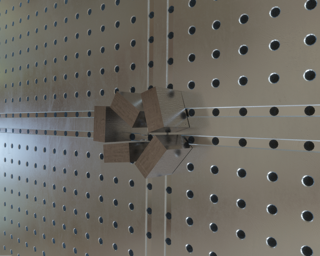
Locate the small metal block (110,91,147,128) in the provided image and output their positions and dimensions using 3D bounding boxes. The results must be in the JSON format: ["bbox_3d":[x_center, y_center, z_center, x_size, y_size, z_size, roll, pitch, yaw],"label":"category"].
[{"bbox_3d":[-0.030,-0.025,0.419,0.050,0.050,0.025,41,116,32],"label":"small metal block"}]

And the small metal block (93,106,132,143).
[{"bbox_3d":[-0.068,-0.006,0.450,0.025,0.050,0.050,5,94,40],"label":"small metal block"}]

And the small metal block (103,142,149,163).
[{"bbox_3d":[-0.042,0.033,0.428,0.050,0.050,0.025,-6,86,40],"label":"small metal block"}]

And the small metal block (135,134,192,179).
[{"bbox_3d":[0.004,0.035,0.390,0.025,0.050,0.050,50,120,29],"label":"small metal block"}]

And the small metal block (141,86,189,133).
[{"bbox_3d":[0.007,-0.022,0.388,0.025,0.050,0.050,-21,76,38],"label":"small metal block"}]
